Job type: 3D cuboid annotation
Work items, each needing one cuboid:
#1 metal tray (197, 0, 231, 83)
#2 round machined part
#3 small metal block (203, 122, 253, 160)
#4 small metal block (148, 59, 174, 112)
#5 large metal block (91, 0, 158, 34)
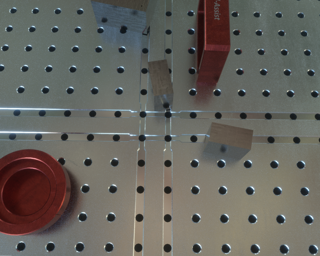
[{"bbox_3d":[0.071,-0.139,0.429,0.030,0.090,0.130,3,70,1],"label":"metal tray"},{"bbox_3d":[-0.156,0.078,0.372,0.099,0.042,0.098,0,70,-1],"label":"round machined part"},{"bbox_3d":[0.085,0.017,0.393,0.050,0.050,0.025,11,71,4],"label":"small metal block"},{"bbox_3d":[0.000,-0.056,0.419,0.025,0.050,0.050,-9,71,-4],"label":"small metal block"},{"bbox_3d":[-0.049,-0.199,0.470,0.080,0.050,0.080,13,70,4],"label":"large metal block"}]
